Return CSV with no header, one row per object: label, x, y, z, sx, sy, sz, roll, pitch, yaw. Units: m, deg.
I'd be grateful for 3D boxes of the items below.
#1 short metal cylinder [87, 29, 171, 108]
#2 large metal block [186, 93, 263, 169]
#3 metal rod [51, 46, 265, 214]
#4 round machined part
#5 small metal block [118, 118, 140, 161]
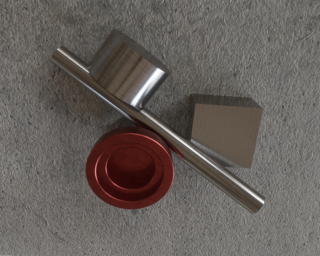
short metal cylinder,-0.035,-0.068,0.356,0.080,0.080,0.050,36,106,-13
large metal block,0.078,0.003,0.400,0.081,0.050,0.079,4,110,-2
metal rod,-0.004,0.001,0.372,0.301,0.025,0.025,37,106,2
round machined part,-0.034,0.043,0.365,0.099,0.042,0.097,0,112,-1
small metal block,-0.038,0.016,0.404,0.025,0.050,0.050,-2,110,0
